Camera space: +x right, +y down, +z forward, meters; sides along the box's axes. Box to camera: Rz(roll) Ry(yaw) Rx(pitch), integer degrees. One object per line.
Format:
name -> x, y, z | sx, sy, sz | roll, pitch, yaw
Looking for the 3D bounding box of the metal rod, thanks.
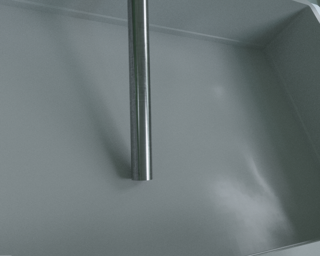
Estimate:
metal rod -> -0.025, -0.089, 0.367 | 0.025, 0.025, 0.298 | 0, 87, -28
